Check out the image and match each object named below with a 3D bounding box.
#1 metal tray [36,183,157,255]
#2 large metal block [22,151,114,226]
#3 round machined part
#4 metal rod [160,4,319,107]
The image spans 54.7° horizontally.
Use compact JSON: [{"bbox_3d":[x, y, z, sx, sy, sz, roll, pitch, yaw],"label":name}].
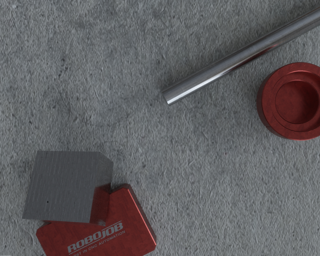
[{"bbox_3d":[-0.081,0.142,0.407,0.131,0.030,0.090,-26,90,-1],"label":"metal tray"},{"bbox_3d":[-0.108,0.074,0.376,0.080,0.050,0.080,0,68,11],"label":"large metal block"},{"bbox_3d":[0.174,-0.033,0.404,0.099,0.042,0.097,0,90,-1],"label":"round machined part"},{"bbox_3d":[0.139,-0.111,0.411,0.301,0.025,0.025,-28,90,-1],"label":"metal rod"}]
